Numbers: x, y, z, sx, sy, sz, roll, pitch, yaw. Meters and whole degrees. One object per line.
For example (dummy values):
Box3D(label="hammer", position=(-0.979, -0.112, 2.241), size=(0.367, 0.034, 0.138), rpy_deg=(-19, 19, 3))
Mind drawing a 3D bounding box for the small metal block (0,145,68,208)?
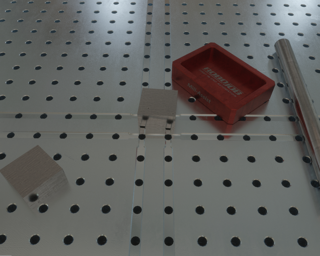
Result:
Box3D(label="small metal block", position=(-0.146, 0.055, 0.360), size=(0.050, 0.025, 0.050), rpy_deg=(36, 58, 26))

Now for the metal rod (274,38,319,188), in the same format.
Box3D(label="metal rod", position=(0.202, -0.028, 0.433), size=(0.025, 0.025, 0.300), rpy_deg=(2, 50, 1))

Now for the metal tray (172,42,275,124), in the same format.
Box3D(label="metal tray", position=(0.091, -0.072, 0.466), size=(0.091, 0.030, 0.130), rpy_deg=(-31, 57, -24))

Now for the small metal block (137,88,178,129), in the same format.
Box3D(label="small metal block", position=(-0.002, -0.028, 0.431), size=(0.050, 0.025, 0.050), rpy_deg=(5, 50, 3))
